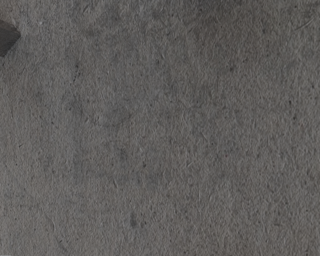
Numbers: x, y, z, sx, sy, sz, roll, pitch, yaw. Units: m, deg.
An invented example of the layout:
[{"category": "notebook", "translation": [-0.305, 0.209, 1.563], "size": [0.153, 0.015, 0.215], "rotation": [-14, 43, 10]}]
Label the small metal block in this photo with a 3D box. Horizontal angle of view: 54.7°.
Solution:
[{"category": "small metal block", "translation": [-0.257, -0.142, 0.484], "size": [0.050, 0.050, 0.025], "rotation": [-43, 77, 15]}]
